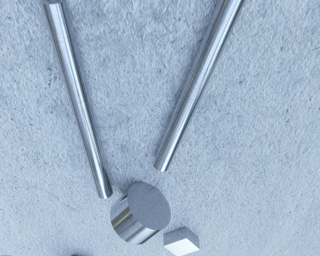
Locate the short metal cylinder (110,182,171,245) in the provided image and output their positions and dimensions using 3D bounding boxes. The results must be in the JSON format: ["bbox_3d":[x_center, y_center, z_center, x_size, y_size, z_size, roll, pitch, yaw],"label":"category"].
[{"bbox_3d":[-0.030,0.133,0.484,0.080,0.080,0.050,29,124,-22],"label":"short metal cylinder"}]

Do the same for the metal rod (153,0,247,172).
[{"bbox_3d":[0.044,-0.055,0.360,0.025,0.025,0.298,12,129,-11],"label":"metal rod"}]

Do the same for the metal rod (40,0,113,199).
[{"bbox_3d":[-0.095,-0.011,0.396,0.025,0.025,0.298,-3,130,2],"label":"metal rod"}]

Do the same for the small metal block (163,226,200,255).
[{"bbox_3d":[0.041,0.218,0.593,0.050,0.025,0.050,-27,125,21],"label":"small metal block"}]
